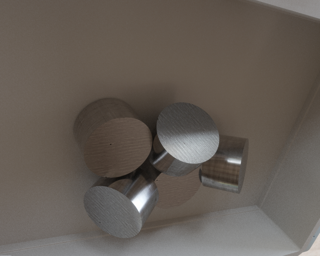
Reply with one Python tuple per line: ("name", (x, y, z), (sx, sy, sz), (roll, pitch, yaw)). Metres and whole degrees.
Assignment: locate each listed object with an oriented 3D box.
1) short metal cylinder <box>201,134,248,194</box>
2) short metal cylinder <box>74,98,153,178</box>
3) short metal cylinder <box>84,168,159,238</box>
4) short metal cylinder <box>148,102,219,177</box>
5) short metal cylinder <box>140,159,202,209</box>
("short metal cylinder", (0.096, 0.051, 0.450), (0.080, 0.050, 0.080), (8, 91, -68))
("short metal cylinder", (-0.056, 0.012, 0.367), (0.081, 0.050, 0.079), (-14, 125, -21))
("short metal cylinder", (-0.048, 0.091, 0.394), (0.050, 0.080, 0.079), (-49, 149, -54))
("short metal cylinder", (0.026, 0.015, 0.386), (0.081, 0.080, 0.050), (-8, 158, -25))
("short metal cylinder", (0.013, 0.067, 0.441), (0.081, 0.050, 0.079), (-14, 125, -21))
